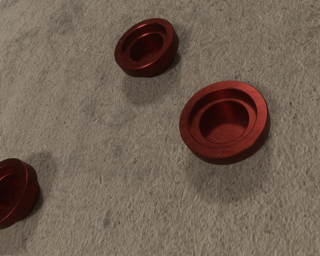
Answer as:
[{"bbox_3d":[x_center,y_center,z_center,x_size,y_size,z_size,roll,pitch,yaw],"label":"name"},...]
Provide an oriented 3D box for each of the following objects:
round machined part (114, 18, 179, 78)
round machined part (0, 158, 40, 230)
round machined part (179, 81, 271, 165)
[{"bbox_3d":[-0.016,-0.116,0.471,0.098,0.042,0.098,-13,56,20],"label":"round machined part"},{"bbox_3d":[-0.214,0.096,0.444,0.098,0.042,0.098,-13,56,20],"label":"round machined part"},{"bbox_3d":[0.075,-0.003,0.354,0.098,0.042,0.098,-13,56,20],"label":"round machined part"}]
